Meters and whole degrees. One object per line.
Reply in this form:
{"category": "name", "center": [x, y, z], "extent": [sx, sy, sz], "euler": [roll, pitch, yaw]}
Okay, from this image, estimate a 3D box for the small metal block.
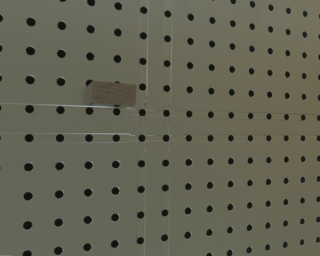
{"category": "small metal block", "center": [-0.060, -0.040, 0.378], "extent": [0.050, 0.050, 0.025], "euler": [3, 89, -20]}
